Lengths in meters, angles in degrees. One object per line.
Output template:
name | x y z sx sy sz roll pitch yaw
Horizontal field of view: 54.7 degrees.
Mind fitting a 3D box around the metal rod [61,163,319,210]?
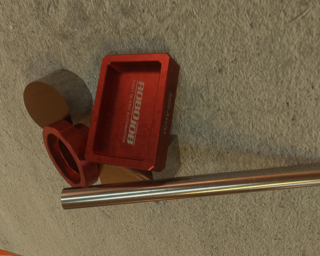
metal rod | 0.039 0.066 0.351 0.302 0.025 0.025 -6 118 3

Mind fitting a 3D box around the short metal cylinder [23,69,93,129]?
short metal cylinder | -0.144 -0.038 0.442 0.080 0.050 0.079 13 124 20

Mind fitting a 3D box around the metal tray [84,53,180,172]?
metal tray | -0.032 -0.019 0.359 0.090 0.030 0.129 5 81 25

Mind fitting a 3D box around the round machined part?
round machined part | -0.112 0.032 0.417 0.098 0.042 0.097 30 136 34

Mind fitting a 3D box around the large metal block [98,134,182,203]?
large metal block | -0.025 0.047 0.413 0.080 0.080 0.050 5 121 25
